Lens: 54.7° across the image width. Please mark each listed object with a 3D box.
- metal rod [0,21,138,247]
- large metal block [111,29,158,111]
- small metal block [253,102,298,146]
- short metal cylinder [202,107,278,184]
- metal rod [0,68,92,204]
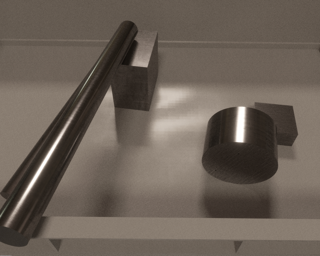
[{"bbox_3d":[-0.067,-0.032,0.300,0.025,0.025,0.300,8,42,6],"label":"metal rod"},{"bbox_3d":[-0.034,-0.082,0.438,0.050,0.080,0.080,7,50,5],"label":"large metal block"},{"bbox_3d":[0.150,-0.006,0.412,0.050,0.025,0.050,6,50,5],"label":"small metal block"},{"bbox_3d":[0.091,0.021,0.353,0.080,0.080,0.050,9,51,7],"label":"short metal cylinder"},{"bbox_3d":[-0.116,-0.032,0.430,0.025,0.025,0.300,14,51,11],"label":"metal rod"}]
